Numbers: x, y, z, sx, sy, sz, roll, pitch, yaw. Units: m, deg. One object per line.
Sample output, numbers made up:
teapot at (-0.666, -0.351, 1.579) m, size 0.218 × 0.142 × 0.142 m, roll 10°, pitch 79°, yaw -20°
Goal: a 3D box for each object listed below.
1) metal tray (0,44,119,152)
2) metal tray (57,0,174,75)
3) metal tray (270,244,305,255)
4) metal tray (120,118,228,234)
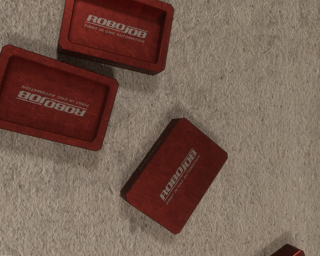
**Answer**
metal tray at (-0.123, -0.031, 0.361) m, size 0.131 × 0.030 × 0.090 m, roll 16°, pitch 85°, yaw -20°
metal tray at (-0.053, -0.124, 0.387) m, size 0.131 × 0.030 × 0.089 m, roll 10°, pitch 87°, yaw -20°
metal tray at (0.176, 0.252, 0.474) m, size 0.131 × 0.030 × 0.090 m, roll -26°, pitch 99°, yaw -19°
metal tray at (0.021, 0.062, 0.415) m, size 0.090 × 0.030 × 0.130 m, roll 39°, pitch 77°, yaw -16°
